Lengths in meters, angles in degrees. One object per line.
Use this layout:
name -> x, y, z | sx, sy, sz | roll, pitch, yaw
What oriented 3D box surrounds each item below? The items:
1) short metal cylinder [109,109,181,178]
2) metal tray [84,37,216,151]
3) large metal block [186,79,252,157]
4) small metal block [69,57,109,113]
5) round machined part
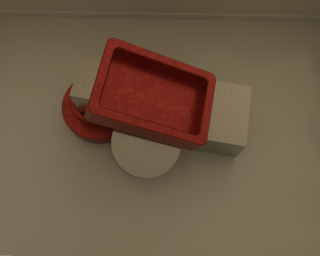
short metal cylinder -> -0.020, 0.019, 0.375 | 0.081, 0.050, 0.080 | 1, 83, -12
metal tray -> -0.007, -0.035, 0.343 | 0.131, 0.030, 0.090 | 17, 70, -15
large metal block -> 0.068, -0.013, 0.399 | 0.080, 0.050, 0.080 | 9, 70, 3
small metal block -> -0.081, -0.047, 0.366 | 0.025, 0.050, 0.050 | 12, 71, 4
round machined part -> -0.081, -0.032, 0.409 | 0.099, 0.042, 0.098 | 0, 70, -1
